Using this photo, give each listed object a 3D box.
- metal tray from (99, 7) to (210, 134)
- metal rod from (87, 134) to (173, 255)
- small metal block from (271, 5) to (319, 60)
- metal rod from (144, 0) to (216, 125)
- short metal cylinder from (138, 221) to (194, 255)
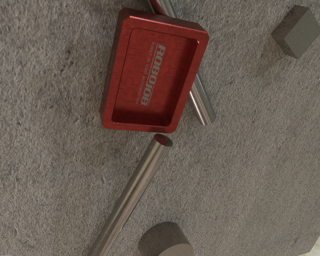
[{"bbox_3d":[-0.011,-0.056,0.343,0.091,0.030,0.129,5,125,-20],"label":"metal tray"},{"bbox_3d":[-0.062,0.132,0.431,0.025,0.025,0.298,11,120,-34],"label":"metal rod"},{"bbox_3d":[0.191,-0.133,0.431,0.050,0.025,0.050,32,100,-39],"label":"small metal block"},{"bbox_3d":[0.009,-0.113,0.342,0.025,0.025,0.299,-35,129,-6],"label":"metal rod"},{"bbox_3d":[0.010,0.207,0.527,0.081,0.050,0.079,-14,125,-21],"label":"short metal cylinder"}]
